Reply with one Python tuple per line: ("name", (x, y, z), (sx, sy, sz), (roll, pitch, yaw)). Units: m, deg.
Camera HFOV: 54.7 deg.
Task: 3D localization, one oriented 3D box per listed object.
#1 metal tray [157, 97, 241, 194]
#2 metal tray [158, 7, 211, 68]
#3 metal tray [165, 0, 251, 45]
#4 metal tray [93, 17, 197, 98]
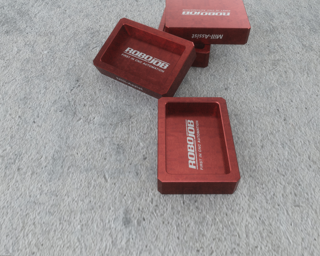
("metal tray", (0.042, 0.017, 0.385), (0.091, 0.030, 0.130), (0, 50, 0))
("metal tray", (0.043, -0.160, 0.534), (0.090, 0.030, 0.130), (8, 50, 6))
("metal tray", (0.074, -0.176, 0.509), (0.131, 0.030, 0.090), (1, 50, 0))
("metal tray", (-0.023, -0.104, 0.464), (0.130, 0.030, 0.090), (26, 79, 20))
